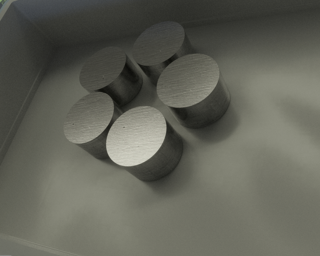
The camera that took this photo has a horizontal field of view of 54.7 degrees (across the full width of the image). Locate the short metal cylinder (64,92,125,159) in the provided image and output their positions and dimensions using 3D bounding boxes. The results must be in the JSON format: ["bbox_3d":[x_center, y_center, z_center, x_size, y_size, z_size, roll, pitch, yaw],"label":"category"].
[{"bbox_3d":[-0.086,-0.003,0.434,0.080,0.050,0.080,-13,56,21],"label":"short metal cylinder"}]

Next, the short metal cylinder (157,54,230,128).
[{"bbox_3d":[0.043,-0.047,0.393,0.080,0.050,0.080,-13,56,21],"label":"short metal cylinder"}]

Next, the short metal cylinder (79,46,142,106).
[{"bbox_3d":[-0.074,-0.077,0.474,0.080,0.050,0.080,-13,56,21],"label":"short metal cylinder"}]

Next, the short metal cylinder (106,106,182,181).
[{"bbox_3d":[-0.019,0.020,0.385,0.080,0.050,0.080,-13,56,21],"label":"short metal cylinder"}]

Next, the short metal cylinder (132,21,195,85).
[{"bbox_3d":[0.007,-0.107,0.449,0.080,0.050,0.080,-13,56,21],"label":"short metal cylinder"}]
